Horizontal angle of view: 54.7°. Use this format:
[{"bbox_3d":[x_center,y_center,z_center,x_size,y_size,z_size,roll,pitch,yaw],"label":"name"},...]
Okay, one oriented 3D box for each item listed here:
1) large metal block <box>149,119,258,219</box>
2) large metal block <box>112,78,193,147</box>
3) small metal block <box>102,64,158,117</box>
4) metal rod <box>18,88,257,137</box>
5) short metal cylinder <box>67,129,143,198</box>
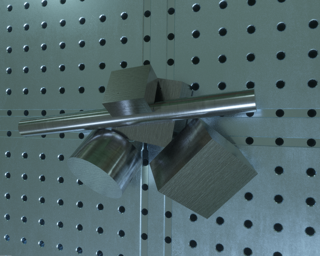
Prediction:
[{"bbox_3d":[0.048,0.046,0.356,0.080,0.050,0.080,36,106,-29],"label":"large metal block"},{"bbox_3d":[-0.010,-0.023,0.398,0.080,0.050,0.079,12,94,19],"label":"large metal block"},{"bbox_3d":[-0.033,-0.043,0.354,0.050,0.025,0.050,-6,53,20],"label":"small metal block"},{"bbox_3d":[-0.042,-0.015,0.370,0.301,0.025,0.025,-6,88,20],"label":"metal rod"},{"bbox_3d":[-0.070,0.046,0.398,0.080,0.080,0.050,21,54,18],"label":"short metal cylinder"}]
